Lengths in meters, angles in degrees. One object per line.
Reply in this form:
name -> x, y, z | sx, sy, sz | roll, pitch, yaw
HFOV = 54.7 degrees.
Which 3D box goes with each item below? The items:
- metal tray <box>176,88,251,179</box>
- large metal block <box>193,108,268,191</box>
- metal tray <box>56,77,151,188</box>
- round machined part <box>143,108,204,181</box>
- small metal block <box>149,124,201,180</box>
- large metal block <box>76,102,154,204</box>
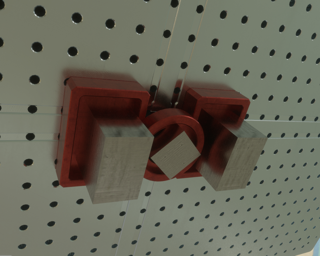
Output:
metal tray -> 0.068, 0.010, 0.450 | 0.091, 0.030, 0.129 | 0, 118, -28
large metal block -> 0.087, 0.028, 0.422 | 0.050, 0.080, 0.079 | 1, 118, -29
metal tray -> -0.071, 0.008, 0.373 | 0.091, 0.030, 0.129 | 1, 118, -29
round machined part -> 0.005, 0.018, 0.402 | 0.099, 0.042, 0.097 | -14, 124, -21
small metal block -> 0.015, 0.028, 0.384 | 0.050, 0.025, 0.050 | -39, 129, -2
large metal block -> -0.054, 0.025, 0.344 | 0.050, 0.080, 0.079 | 1, 118, -29
